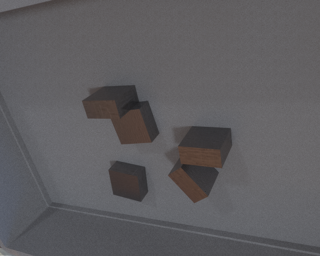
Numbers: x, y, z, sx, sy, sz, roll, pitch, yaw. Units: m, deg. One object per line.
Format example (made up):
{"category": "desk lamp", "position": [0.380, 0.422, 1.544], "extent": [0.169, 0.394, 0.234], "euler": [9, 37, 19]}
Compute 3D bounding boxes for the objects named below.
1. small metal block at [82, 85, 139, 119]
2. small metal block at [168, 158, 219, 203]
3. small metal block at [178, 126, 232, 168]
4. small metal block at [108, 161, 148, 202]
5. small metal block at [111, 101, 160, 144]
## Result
{"category": "small metal block", "position": [-0.063, -0.034, 0.403], "extent": [0.050, 0.050, 0.025], "euler": [2, 119, 27]}
{"category": "small metal block", "position": [0.045, 0.060, 0.405], "extent": [0.050, 0.050, 0.025], "euler": [47, 129, -5]}
{"category": "small metal block", "position": [0.056, 0.022, 0.375], "extent": [0.050, 0.050, 0.025], "euler": [3, 120, 26]}
{"category": "small metal block", "position": [-0.049, 0.083, 0.484], "extent": [0.050, 0.025, 0.050], "euler": [9, 122, 23]}
{"category": "small metal block", "position": [-0.035, -0.006, 0.421], "extent": [0.050, 0.025, 0.050], "euler": [-5, 116, 30]}
